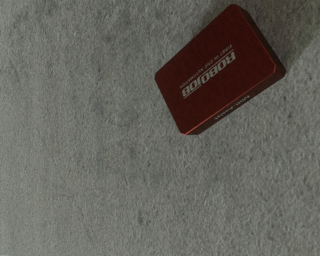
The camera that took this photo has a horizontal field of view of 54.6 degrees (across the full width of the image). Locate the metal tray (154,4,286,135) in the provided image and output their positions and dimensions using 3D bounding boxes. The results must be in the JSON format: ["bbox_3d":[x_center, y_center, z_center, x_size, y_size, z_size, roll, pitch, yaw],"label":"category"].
[{"bbox_3d":[0.061,-0.061,0.352,0.130,0.030,0.090,-37,67,33],"label":"metal tray"}]
